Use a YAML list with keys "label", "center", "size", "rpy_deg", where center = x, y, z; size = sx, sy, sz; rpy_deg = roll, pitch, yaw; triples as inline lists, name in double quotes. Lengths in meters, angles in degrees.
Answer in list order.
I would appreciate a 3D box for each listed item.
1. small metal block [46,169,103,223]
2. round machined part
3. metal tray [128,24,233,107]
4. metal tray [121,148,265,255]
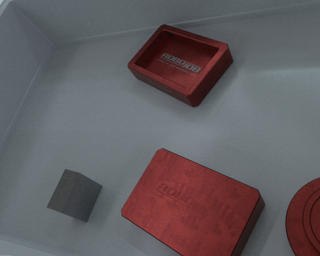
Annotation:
- label: "small metal block"
  center: [-0.106, 0.086, 0.391]
  size: [0.025, 0.050, 0.050]
  rpy_deg: [8, 66, 31]
- label: "round machined part"
  center: [0.158, 0.084, 0.260]
  size: [0.098, 0.042, 0.098]
  rpy_deg: [-13, 56, 20]
- label: "metal tray"
  center: [0.026, -0.094, 0.445]
  size: [0.130, 0.030, 0.090]
  rpy_deg: [32, 79, 37]
- label: "metal tray"
  center: [0.032, 0.085, 0.333]
  size: [0.130, 0.030, 0.090]
  rpy_deg: [21, 73, 35]
